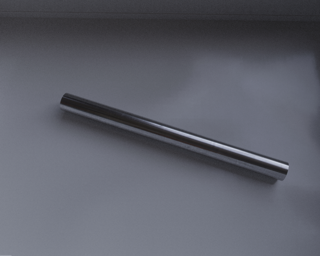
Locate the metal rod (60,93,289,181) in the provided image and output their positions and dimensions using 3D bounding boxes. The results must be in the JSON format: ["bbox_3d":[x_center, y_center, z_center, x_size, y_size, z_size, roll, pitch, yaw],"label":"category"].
[{"bbox_3d":[0.014,0.009,0.405,0.301,0.025,0.025,18,71,6],"label":"metal rod"}]
